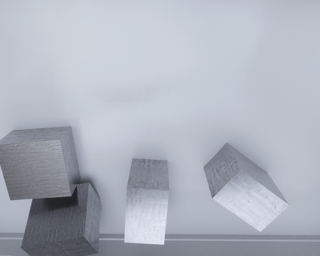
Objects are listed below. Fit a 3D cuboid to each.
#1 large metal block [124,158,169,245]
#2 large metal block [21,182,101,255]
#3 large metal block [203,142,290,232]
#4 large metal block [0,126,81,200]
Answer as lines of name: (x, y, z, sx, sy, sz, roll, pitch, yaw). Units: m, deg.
large metal block: (-0.017, 0.096, 0.417, 0.050, 0.080, 0.079, 4, 110, -2)
large metal block: (-0.129, 0.128, 0.421, 0.080, 0.080, 0.050, -11, 135, 4)
large metal block: (0.110, 0.075, 0.411, 0.080, 0.080, 0.050, 36, 106, -12)
large metal block: (-0.158, 0.046, 0.413, 0.080, 0.050, 0.079, -4, 110, 1)
